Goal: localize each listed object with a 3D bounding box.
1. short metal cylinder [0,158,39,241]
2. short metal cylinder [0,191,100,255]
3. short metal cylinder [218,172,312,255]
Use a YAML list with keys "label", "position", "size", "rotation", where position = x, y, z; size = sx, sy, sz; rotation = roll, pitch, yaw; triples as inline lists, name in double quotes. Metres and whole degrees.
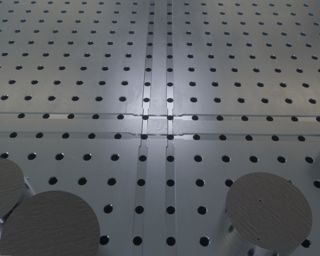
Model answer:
- label: "short metal cylinder"
  position: [-0.176, 0.078, 0.324]
  size: [0.081, 0.050, 0.080]
  rotation: [0, 50, 0]
- label: "short metal cylinder"
  position: [-0.100, 0.102, 0.284]
  size: [0.081, 0.050, 0.080]
  rotation: [9, 66, -21]
- label: "short metal cylinder"
  position: [0.103, 0.092, 0.314]
  size: [0.081, 0.050, 0.080]
  rotation: [0, 50, 0]
